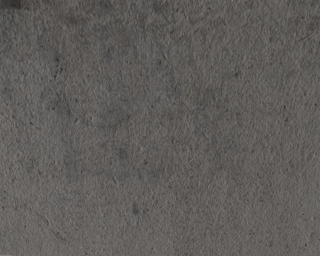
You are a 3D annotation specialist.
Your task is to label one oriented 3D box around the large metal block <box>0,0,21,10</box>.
[{"bbox_3d":[-0.198,-0.177,0.329,0.081,0.050,0.079,11,110,-4],"label":"large metal block"}]
